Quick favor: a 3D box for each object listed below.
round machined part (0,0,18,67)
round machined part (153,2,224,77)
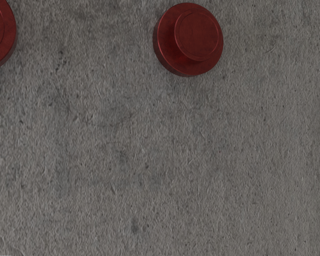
[{"bbox_3d":[-0.203,-0.103,0.325,0.099,0.042,0.097,0,90,-20],"label":"round machined part"},{"bbox_3d":[0.043,-0.120,0.415,0.099,0.042,0.097,0,90,-20],"label":"round machined part"}]
